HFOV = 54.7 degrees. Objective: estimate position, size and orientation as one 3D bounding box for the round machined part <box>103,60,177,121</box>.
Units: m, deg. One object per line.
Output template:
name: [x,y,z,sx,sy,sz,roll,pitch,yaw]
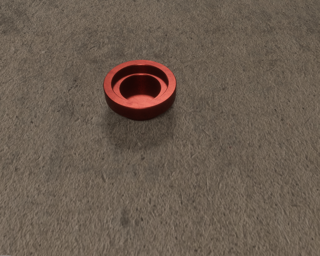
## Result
round machined part: [-0.027,-0.048,0.432,0.099,0.042,0.098,0,50,0]
